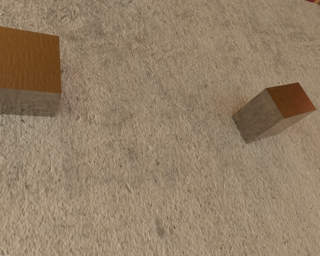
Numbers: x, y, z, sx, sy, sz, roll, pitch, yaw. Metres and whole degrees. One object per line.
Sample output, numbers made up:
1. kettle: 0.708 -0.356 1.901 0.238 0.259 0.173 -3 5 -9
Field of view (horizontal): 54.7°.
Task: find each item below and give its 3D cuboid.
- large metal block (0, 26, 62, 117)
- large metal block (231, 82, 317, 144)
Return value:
1. large metal block: -0.156 -0.061 0.341 0.081 0.050 0.080 3 61 -27
2. large metal block: 0.173 -0.022 0.475 0.081 0.080 0.050 -13 68 -33
